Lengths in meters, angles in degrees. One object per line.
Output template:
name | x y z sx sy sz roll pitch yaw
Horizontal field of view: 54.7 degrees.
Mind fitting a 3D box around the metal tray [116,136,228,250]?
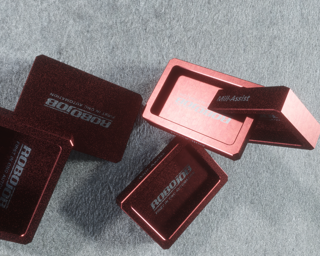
metal tray | 0.018 0.081 0.414 0.130 0.030 0.090 -45 105 -15

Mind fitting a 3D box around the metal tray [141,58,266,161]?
metal tray | 0.054 -0.026 0.385 0.130 0.030 0.090 23 80 23

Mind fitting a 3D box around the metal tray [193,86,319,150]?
metal tray | 0.116 -0.012 0.386 0.090 0.130 0.030 36 72 -33

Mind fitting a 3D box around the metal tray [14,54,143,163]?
metal tray | -0.097 -0.020 0.371 0.131 0.030 0.090 21 83 -19

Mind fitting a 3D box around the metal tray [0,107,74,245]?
metal tray | -0.158 0.052 0.329 0.091 0.030 0.129 22 99 -19
